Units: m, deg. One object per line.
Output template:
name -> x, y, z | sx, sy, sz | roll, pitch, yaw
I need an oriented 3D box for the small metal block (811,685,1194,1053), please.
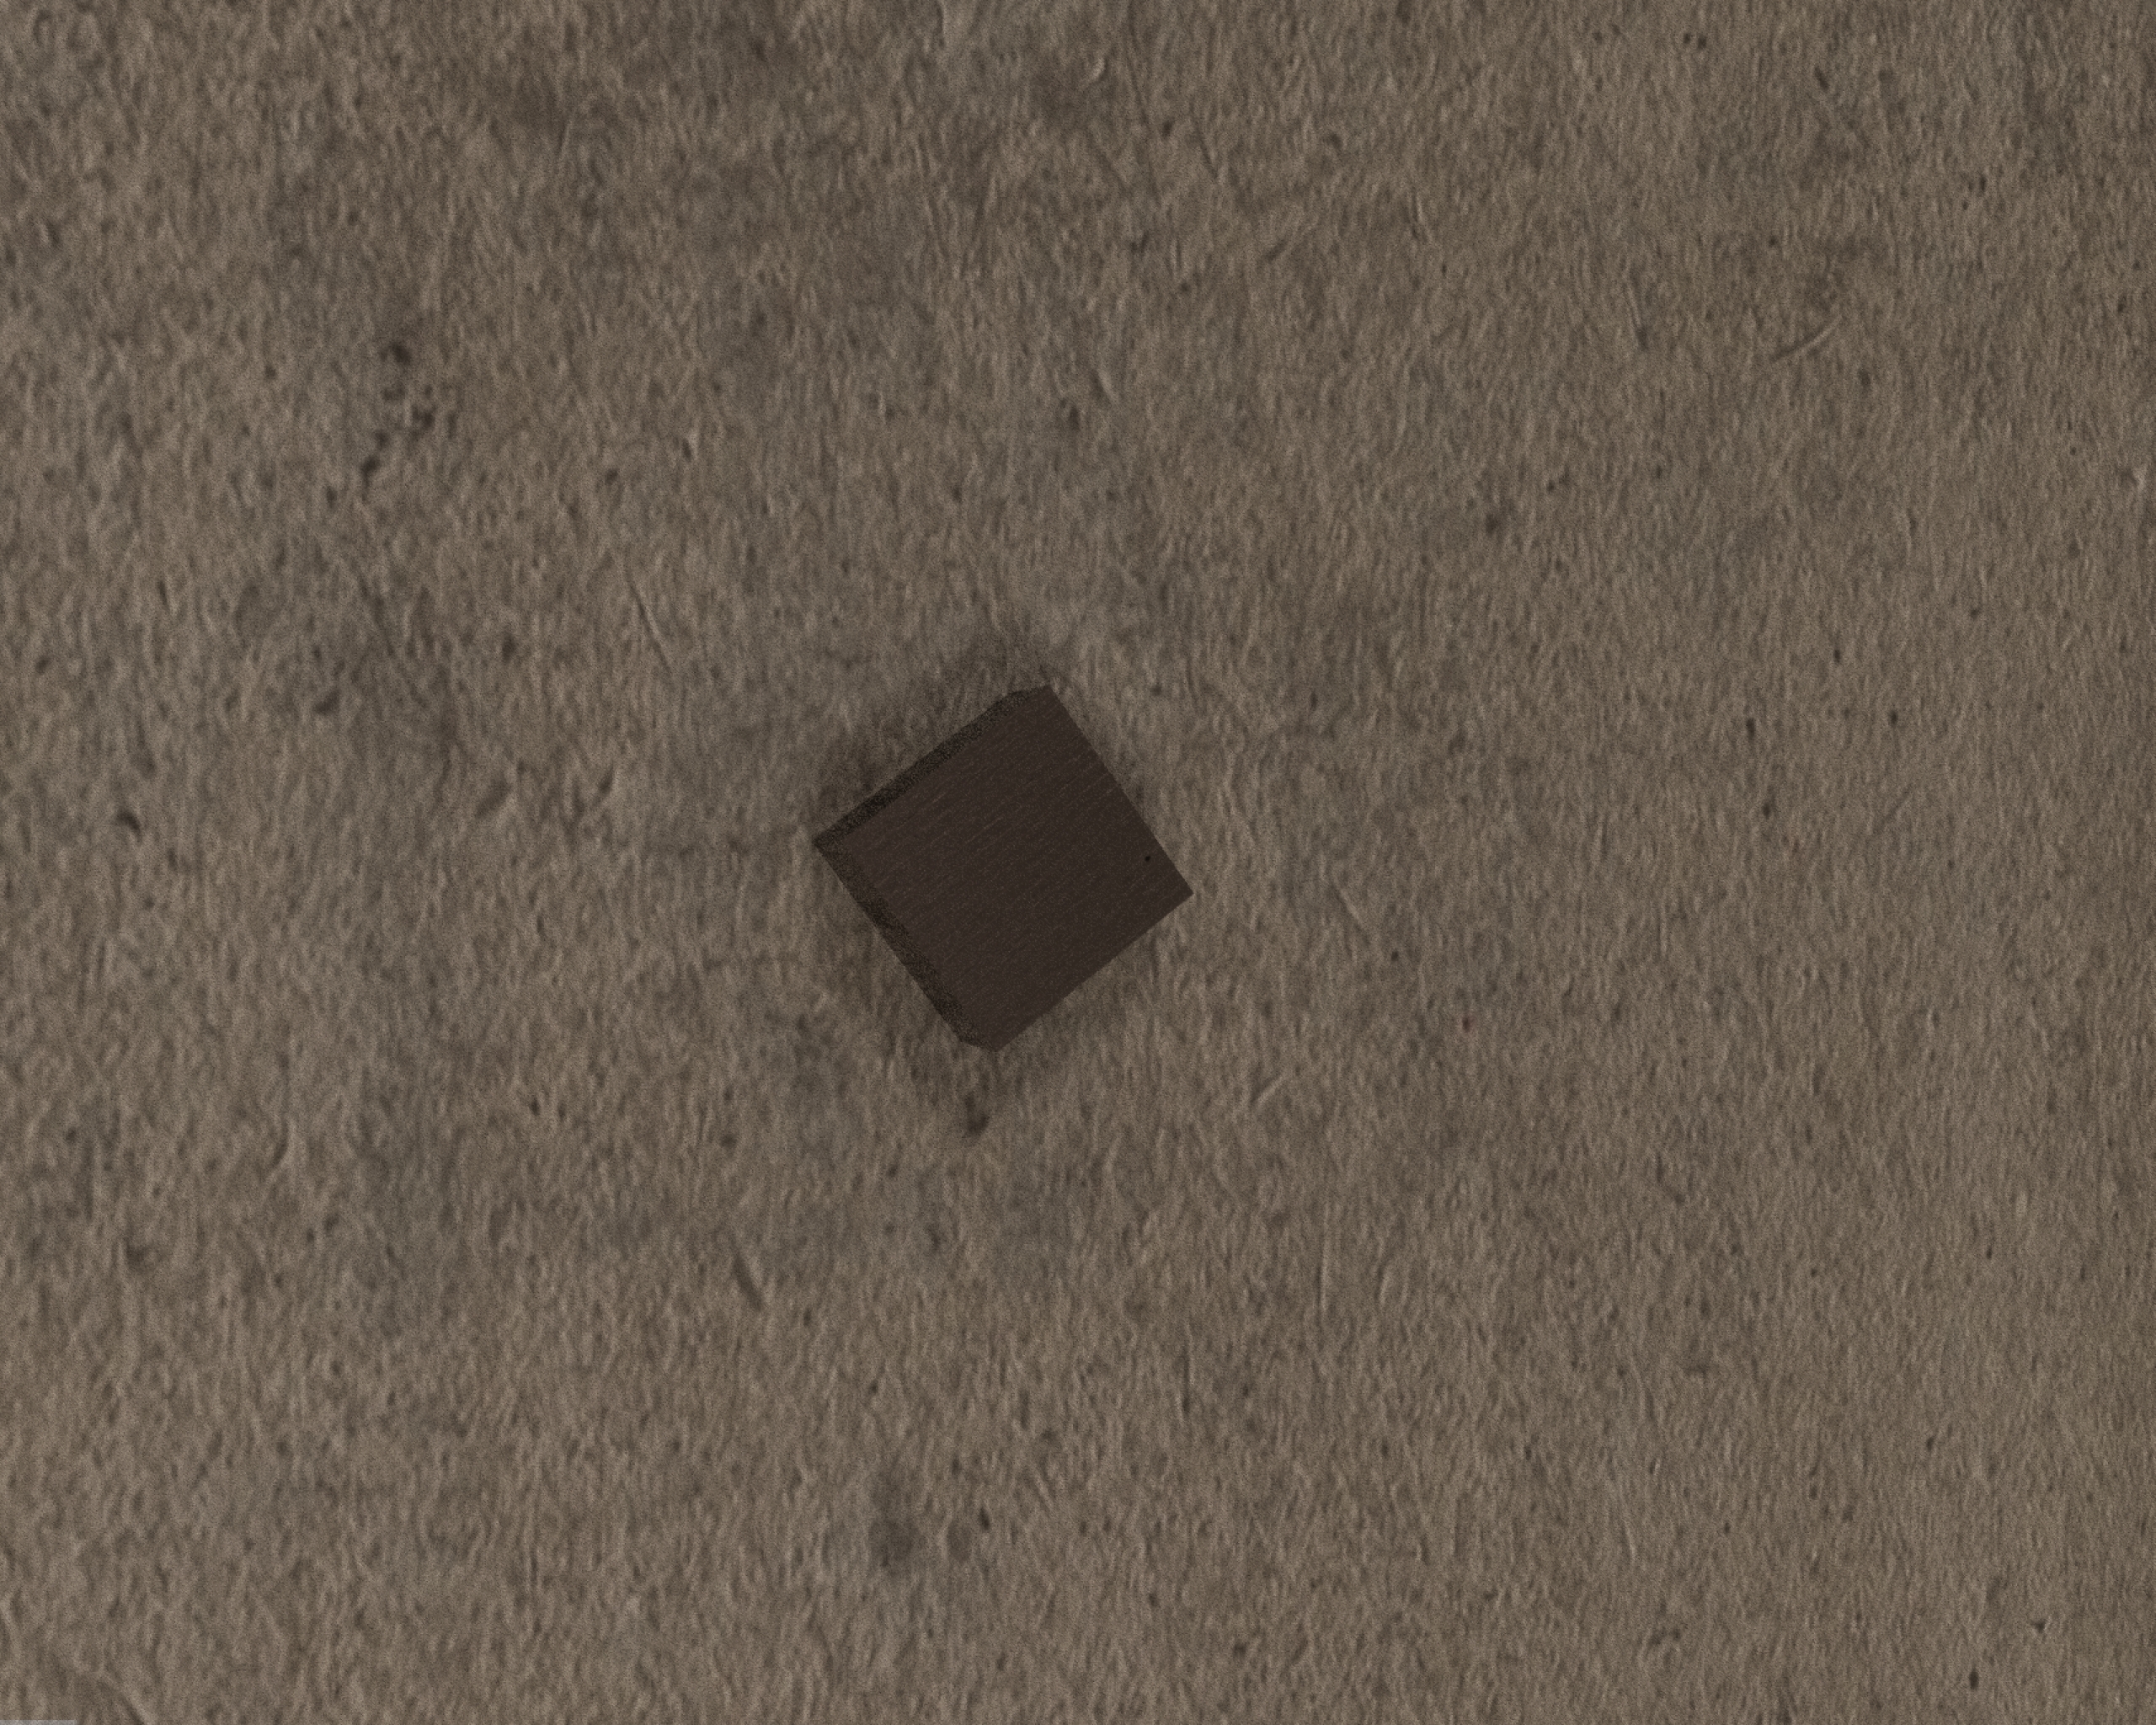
small metal block -> -0.015, 0.001, 0.406 | 0.050, 0.025, 0.050 | -39, 103, -16
